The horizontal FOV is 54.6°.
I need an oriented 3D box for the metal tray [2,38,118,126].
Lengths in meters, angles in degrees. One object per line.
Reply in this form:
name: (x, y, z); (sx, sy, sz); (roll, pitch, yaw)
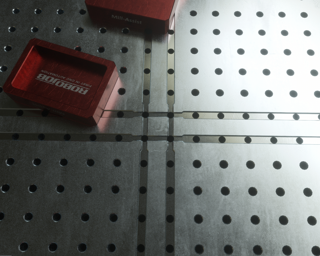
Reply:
metal tray: (-0.135, -0.065, 0.432); (0.130, 0.030, 0.090); (18, 71, 6)

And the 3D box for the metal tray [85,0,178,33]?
metal tray: (-0.039, -0.205, 0.484); (0.131, 0.030, 0.090); (14, 71, 5)
